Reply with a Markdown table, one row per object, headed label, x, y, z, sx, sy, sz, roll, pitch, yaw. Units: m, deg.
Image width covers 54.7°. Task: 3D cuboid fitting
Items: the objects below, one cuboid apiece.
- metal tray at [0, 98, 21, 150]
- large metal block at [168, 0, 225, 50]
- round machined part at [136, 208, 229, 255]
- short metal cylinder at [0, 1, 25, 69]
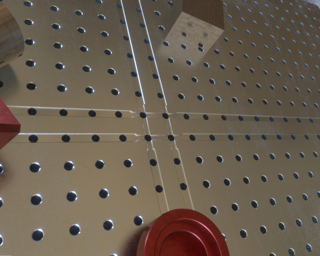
| label | x | y | z | sx | sy | sz | roll | pitch | yaw |
| --- | --- | --- | --- | --- | --- | --- | --- | --- | --- |
| metal tray | -0.199 | -0.021 | 0.275 | 0.090 | 0.030 | 0.130 | -40 | 83 | 6 |
| large metal block | 0.064 | -0.196 | 0.546 | 0.081 | 0.050 | 0.080 | 17 | 55 | -19 |
| round machined part | 0.021 | 0.138 | 0.324 | 0.099 | 0.042 | 0.098 | 14 | 56 | -21 |
| short metal cylinder | -0.194 | -0.098 | 0.328 | 0.080 | 0.080 | 0.050 | 39 | 51 | -2 |
